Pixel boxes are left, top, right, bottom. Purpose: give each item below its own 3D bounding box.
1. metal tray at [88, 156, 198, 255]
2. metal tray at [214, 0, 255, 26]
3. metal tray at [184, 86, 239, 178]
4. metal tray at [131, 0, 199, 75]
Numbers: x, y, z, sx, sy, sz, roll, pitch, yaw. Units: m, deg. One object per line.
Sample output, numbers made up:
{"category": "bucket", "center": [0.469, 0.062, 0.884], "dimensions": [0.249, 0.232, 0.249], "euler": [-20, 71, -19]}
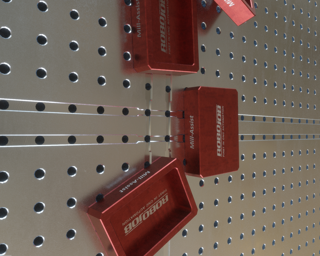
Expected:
{"category": "metal tray", "center": [-0.015, 0.105, 0.392], "dimensions": [0.131, 0.030, 0.090], "euler": [-32, 110, -35]}
{"category": "metal tray", "center": [0.090, -0.224, 0.458], "dimensions": [0.131, 0.030, 0.090], "euler": [30, 49, -36]}
{"category": "metal tray", "center": [0.080, 0.004, 0.472], "dimensions": [0.091, 0.030, 0.129], "euler": [-2, 92, -40]}
{"category": "metal tray", "center": [0.008, -0.138, 0.410], "dimensions": [0.091, 0.030, 0.129], "euler": [-5, 93, -40]}
